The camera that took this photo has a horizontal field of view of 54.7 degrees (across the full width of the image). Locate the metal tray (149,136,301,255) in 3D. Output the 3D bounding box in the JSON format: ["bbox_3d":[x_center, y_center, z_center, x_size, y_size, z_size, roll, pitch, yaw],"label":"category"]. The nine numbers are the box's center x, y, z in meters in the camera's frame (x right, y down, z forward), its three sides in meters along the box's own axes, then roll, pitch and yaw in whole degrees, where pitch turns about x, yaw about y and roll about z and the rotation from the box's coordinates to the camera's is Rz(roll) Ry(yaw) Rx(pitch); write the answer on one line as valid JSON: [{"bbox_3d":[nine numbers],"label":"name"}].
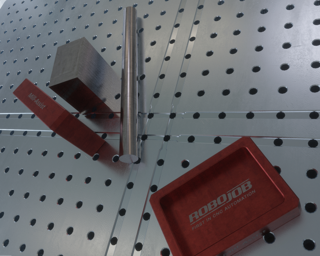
[{"bbox_3d":[0.063,0.079,0.323,0.130,0.030,0.090,-33,51,6],"label":"metal tray"}]

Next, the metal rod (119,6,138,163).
[{"bbox_3d":[-0.047,-0.086,0.485,0.025,0.025,0.299,-16,55,19],"label":"metal rod"}]

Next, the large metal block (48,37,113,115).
[{"bbox_3d":[-0.119,-0.079,0.484,0.050,0.080,0.080,-14,56,20],"label":"large metal block"}]

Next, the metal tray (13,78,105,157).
[{"bbox_3d":[-0.148,-0.016,0.453,0.130,0.090,0.030,33,80,38],"label":"metal tray"}]
